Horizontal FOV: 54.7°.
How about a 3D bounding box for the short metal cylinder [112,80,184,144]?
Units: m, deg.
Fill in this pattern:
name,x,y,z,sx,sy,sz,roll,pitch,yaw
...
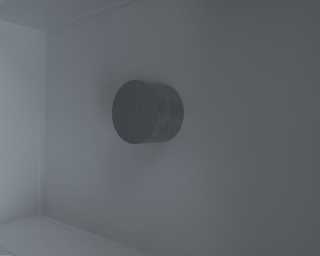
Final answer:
name,x,y,z,sx,sy,sz,roll,pitch,yaw
short metal cylinder,-0.016,-0.020,0.402,0.080,0.050,0.079,0,90,39
